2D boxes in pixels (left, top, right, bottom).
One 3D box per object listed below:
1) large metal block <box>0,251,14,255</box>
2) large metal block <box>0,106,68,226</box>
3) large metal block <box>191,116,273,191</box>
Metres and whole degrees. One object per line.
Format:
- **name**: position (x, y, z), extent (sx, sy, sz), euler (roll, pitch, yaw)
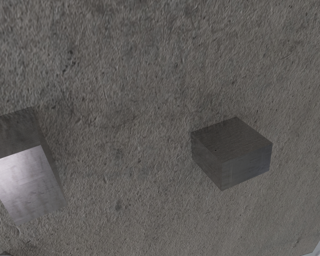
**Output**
- **large metal block**: position (-0.211, 0.225, 0.414), extent (0.080, 0.050, 0.080), euler (-36, 129, -4)
- **large metal block**: position (-0.139, 0.036, 0.318), extent (0.050, 0.080, 0.080), euler (-20, 126, -16)
- **large metal block**: position (0.100, 0.034, 0.447), extent (0.081, 0.080, 0.050), euler (-18, 126, -18)
